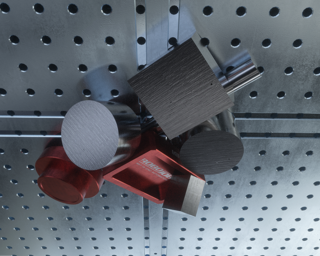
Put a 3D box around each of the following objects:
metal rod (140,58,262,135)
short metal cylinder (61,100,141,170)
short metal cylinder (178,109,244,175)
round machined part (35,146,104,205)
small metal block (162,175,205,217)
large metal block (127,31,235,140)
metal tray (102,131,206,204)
[{"bbox_3d":[-0.009,-0.001,0.413,0.300,0.025,0.025,-30,124,23],"label":"metal rod"},{"bbox_3d":[-0.070,0.007,0.373,0.080,0.050,0.079,2,94,25],"label":"short metal cylinder"},{"bbox_3d":[0.065,0.017,0.409,0.081,0.050,0.079,0,130,0],"label":"short metal cylinder"},{"bbox_3d":[-0.134,0.074,0.445,0.098,0.042,0.097,11,137,11],"label":"round machined part"},{"bbox_3d":[0.033,0.094,0.437,0.025,0.050,0.050,27,160,-23],"label":"small metal block"},{"bbox_3d":[0.025,-0.046,0.341,0.080,0.050,0.080,-30,105,23],"label":"large metal block"},{"bbox_3d":[-0.006,0.062,0.442,0.090,0.030,0.130,-30,137,23],"label":"metal tray"}]
